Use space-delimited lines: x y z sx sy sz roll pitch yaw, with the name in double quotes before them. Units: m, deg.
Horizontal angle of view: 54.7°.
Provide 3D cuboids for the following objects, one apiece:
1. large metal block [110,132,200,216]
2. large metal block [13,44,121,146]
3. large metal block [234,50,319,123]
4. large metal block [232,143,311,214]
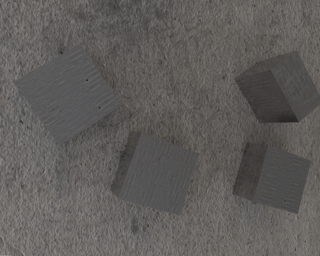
"large metal block" -0.008 0.056 0.393 0.080 0.050 0.080 21 83 -19
"large metal block" -0.105 -0.036 0.357 0.080 0.050 0.080 -36 102 -16
"large metal block" 0.166 -0.054 0.441 0.050 0.080 0.080 -36 102 -16
"large metal block" 0.164 0.073 0.456 0.080 0.050 0.080 19 84 -19
